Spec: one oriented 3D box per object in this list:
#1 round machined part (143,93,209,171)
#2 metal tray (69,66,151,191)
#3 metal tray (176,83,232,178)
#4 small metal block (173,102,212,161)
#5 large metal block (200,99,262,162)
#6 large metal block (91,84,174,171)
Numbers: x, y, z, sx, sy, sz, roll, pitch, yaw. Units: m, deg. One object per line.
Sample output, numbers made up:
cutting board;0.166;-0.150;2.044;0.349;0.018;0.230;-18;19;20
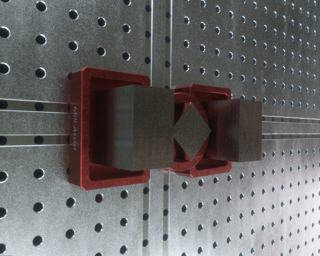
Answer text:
round machined part;0.015;0.005;0.399;0.099;0.042;0.097;0;90;-40
metal tray;-0.055;0.001;0.358;0.091;0.030;0.129;1;89;-40
metal tray;0.066;0.003;0.460;0.091;0.030;0.129;0;90;-40
small metal block;0.030;0.004;0.381;0.050;0.025;0.050;52;60;-27
large metal block;0.093;0.003;0.433;0.050;0.080;0.080;2;89;-40
large metal block;-0.031;0.000;0.330;0.050;0.080;0.080;1;90;-40
